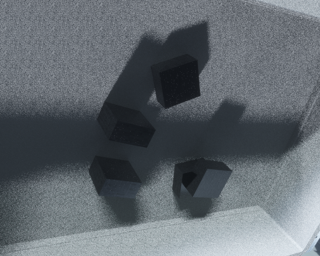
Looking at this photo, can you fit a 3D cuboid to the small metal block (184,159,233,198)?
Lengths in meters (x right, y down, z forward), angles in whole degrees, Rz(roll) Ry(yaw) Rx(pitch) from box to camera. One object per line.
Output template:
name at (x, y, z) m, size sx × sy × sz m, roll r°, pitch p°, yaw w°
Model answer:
small metal block at (0.072, 0.076, 0.463) m, size 0.050 × 0.025 × 0.050 m, roll 10°, pitch 113°, yaw -33°

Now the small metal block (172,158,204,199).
small metal block at (0.049, 0.078, 0.484) m, size 0.050 × 0.025 × 0.050 m, roll -10°, pitch 123°, yaw -23°

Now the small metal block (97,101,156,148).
small metal block at (-0.041, -0.004, 0.367) m, size 0.050 × 0.050 × 0.025 m, roll 14°, pitch 111°, yaw -34°

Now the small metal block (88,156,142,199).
small metal block at (-0.058, 0.063, 0.400) m, size 0.050 × 0.050 × 0.025 m, roll 14°, pitch 111°, yaw -34°

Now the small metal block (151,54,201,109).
small metal block at (0.020, -0.058, 0.384) m, size 0.050 × 0.025 × 0.050 m, roll -22°, pitch 127°, yaw -16°
